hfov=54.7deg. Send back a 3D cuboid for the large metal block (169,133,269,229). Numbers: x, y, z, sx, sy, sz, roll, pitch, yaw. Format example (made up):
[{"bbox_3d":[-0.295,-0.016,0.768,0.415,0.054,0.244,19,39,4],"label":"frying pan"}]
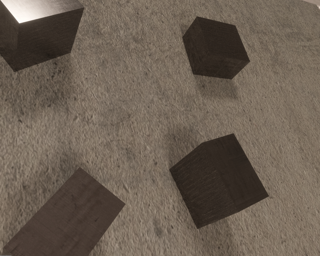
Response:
[{"bbox_3d":[0.065,0.064,0.367,0.050,0.080,0.080,-14,69,-34],"label":"large metal block"}]

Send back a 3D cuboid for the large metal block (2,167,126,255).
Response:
[{"bbox_3d":[-0.085,0.092,0.268,0.050,0.080,0.080,40,51,-2],"label":"large metal block"}]

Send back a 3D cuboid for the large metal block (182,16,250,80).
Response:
[{"bbox_3d":[0.093,-0.133,0.521,0.081,0.050,0.080,2,61,-28],"label":"large metal block"}]

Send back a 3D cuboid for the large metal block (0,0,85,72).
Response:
[{"bbox_3d":[-0.146,-0.122,0.365,0.081,0.080,0.050,-34,81,-38],"label":"large metal block"}]
